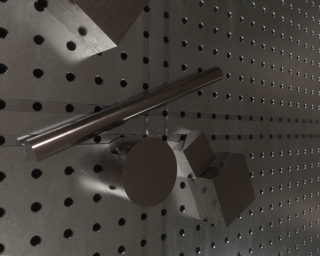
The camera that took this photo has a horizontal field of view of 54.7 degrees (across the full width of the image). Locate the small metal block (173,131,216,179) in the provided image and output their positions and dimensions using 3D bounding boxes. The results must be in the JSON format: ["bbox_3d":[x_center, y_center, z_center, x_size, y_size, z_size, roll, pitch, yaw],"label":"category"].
[{"bbox_3d":[0.050,0.038,0.454,0.050,0.025,0.050,-41,115,-33],"label":"small metal block"}]

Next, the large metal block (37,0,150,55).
[{"bbox_3d":[-0.068,-0.141,0.337,0.080,0.050,0.080,43,64,-32],"label":"large metal block"}]

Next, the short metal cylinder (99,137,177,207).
[{"bbox_3d":[-0.026,0.050,0.373,0.081,0.050,0.079,0,90,-40],"label":"short metal cylinder"}]

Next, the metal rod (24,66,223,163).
[{"bbox_3d":[-0.019,-0.031,0.394,0.302,0.025,0.025,-26,107,-37],"label":"metal rod"}]

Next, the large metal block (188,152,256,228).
[{"bbox_3d":[0.096,0.091,0.476,0.081,0.050,0.080,-29,109,-36],"label":"large metal block"}]
